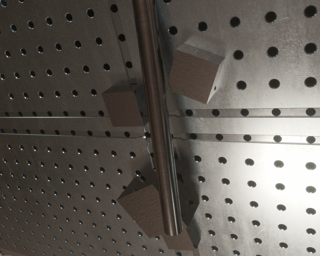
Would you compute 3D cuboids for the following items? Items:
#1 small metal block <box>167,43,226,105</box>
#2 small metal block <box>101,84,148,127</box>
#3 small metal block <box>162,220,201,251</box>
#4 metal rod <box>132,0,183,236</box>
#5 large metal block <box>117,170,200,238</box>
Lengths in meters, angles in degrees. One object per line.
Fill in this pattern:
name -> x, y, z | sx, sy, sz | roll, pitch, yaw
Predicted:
small metal block -> 0.040, -0.062, 0.351 | 0.050, 0.025, 0.050 | 23, 127, 13
small metal block -> -0.044, -0.030, 0.414 | 0.050, 0.025, 0.050 | -1, 118, 28
small metal block -> 0.031, 0.169, 0.498 | 0.050, 0.025, 0.050 | -10, 114, 32
metal rod -> 0.000, -0.005, 0.373 | 0.025, 0.025, 0.298 | 1, 109, 27
large metal block -> -0.003, 0.110, 0.463 | 0.080, 0.050, 0.080 | -31, 102, 37
